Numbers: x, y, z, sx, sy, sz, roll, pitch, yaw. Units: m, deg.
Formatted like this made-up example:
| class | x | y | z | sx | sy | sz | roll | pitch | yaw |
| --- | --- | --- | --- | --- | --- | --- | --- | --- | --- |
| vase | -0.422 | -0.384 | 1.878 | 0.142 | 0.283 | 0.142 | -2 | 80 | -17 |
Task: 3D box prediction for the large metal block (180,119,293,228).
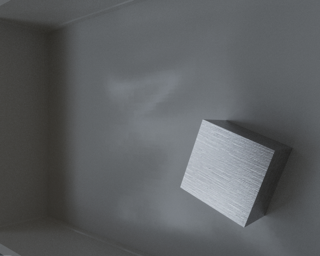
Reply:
| class | x | y | z | sx | sy | sz | roll | pitch | yaw |
| --- | --- | --- | --- | --- | --- | --- | --- | --- | --- |
| large metal block | 0.078 | 0.043 | 0.327 | 0.080 | 0.050 | 0.080 | 27 | 107 | 37 |
